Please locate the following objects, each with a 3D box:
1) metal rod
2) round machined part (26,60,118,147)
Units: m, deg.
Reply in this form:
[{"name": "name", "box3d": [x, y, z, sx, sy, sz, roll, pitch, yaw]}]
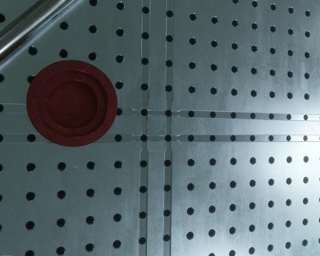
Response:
[{"name": "metal rod", "box3d": [-0.156, -0.115, 0.354, 0.025, 0.025, 0.301, 47, 75, -14]}, {"name": "round machined part", "box3d": [-0.103, -0.028, 0.365, 0.099, 0.042, 0.097, 0, 90, -20]}]
